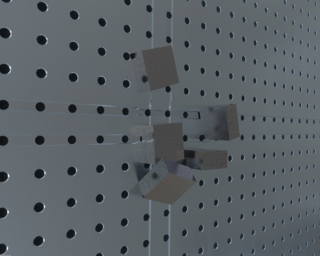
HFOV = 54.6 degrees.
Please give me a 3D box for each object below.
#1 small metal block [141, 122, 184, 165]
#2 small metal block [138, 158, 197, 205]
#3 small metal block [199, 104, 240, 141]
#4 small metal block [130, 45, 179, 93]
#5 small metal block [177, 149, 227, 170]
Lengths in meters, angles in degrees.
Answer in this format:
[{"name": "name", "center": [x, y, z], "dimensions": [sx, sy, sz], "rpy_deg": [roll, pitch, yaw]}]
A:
[{"name": "small metal block", "center": [0.004, 0.019, 0.412], "dimensions": [0.050, 0.025, 0.050], "rpy_deg": [-6, 94, -40]}, {"name": "small metal block", "center": [0.010, 0.070, 0.398], "dimensions": [0.050, 0.025, 0.050], "rpy_deg": [24, 119, -38]}, {"name": "small metal block", "center": [0.089, -0.009, 0.466], "dimensions": [0.025, 0.050, 0.050], "rpy_deg": [-14, 99, -39]}, {"name": "small metal block", "center": [-0.006, -0.077, 0.403], "dimensions": [0.050, 0.025, 0.050], "rpy_deg": [-22, 104, -38]}, {"name": "small metal block", "center": [0.060, 0.044, 0.442], "dimensions": [0.050, 0.050, 0.025], "rpy_deg": [2, 89, -40]}]
